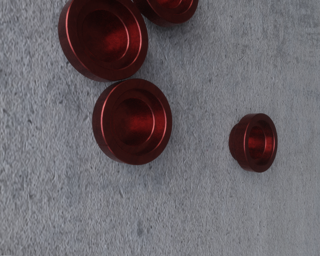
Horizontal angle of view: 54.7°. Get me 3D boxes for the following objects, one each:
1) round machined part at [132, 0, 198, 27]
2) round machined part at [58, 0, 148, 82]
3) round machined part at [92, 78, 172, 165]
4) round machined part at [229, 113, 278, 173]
[{"bbox_3d":[0.001,-0.177,0.394,0.099,0.042,0.097,0,90,-40],"label":"round machined part"},{"bbox_3d":[-0.064,-0.099,0.340,0.099,0.042,0.097,0,90,-40],"label":"round machined part"},{"bbox_3d":[-0.036,-0.007,0.363,0.099,0.042,0.097,0,90,-40],"label":"round machined part"},{"bbox_3d":[0.153,0.024,0.522,0.099,0.042,0.097,0,90,-40],"label":"round machined part"}]
